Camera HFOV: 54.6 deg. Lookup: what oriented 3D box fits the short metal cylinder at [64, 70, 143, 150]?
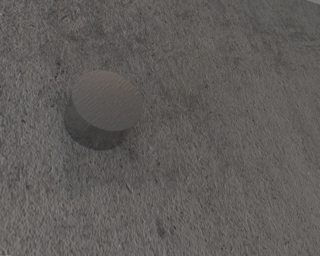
[{"bbox_3d":[-0.067,-0.020,0.364,0.081,0.050,0.080,13,56,-21],"label":"short metal cylinder"}]
